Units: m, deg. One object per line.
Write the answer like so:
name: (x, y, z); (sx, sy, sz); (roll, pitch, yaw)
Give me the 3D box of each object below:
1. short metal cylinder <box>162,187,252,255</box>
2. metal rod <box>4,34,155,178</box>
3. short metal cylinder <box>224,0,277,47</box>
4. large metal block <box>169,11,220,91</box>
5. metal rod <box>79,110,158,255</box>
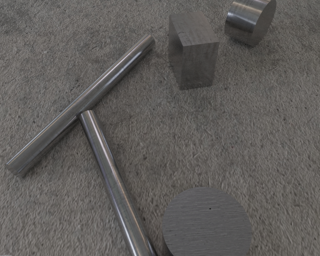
short metal cylinder: (0.042, 0.105, 0.299); (0.081, 0.050, 0.080); (0, 50, 0)
metal rod: (-0.095, -0.049, 0.443); (0.025, 0.025, 0.301); (24, 54, 19)
short metal cylinder: (0.153, -0.185, 0.524); (0.050, 0.080, 0.080); (32, 57, 24)
large metal block: (0.047, -0.115, 0.465); (0.050, 0.080, 0.080); (-9, 51, -8)
metal rod: (-0.035, 0.090, 0.326); (0.025, 0.025, 0.300); (-19, 53, -15)
